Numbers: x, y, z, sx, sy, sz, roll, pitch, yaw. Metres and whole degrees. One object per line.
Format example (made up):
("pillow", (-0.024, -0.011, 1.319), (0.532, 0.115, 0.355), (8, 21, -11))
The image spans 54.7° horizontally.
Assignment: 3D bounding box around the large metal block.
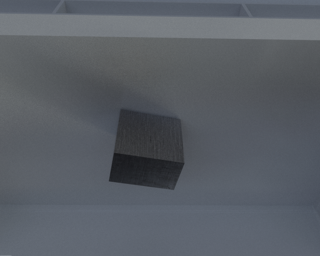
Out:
("large metal block", (-0.017, 0.026, 0.392), (0.081, 0.080, 0.050), (9, 129, -8))
